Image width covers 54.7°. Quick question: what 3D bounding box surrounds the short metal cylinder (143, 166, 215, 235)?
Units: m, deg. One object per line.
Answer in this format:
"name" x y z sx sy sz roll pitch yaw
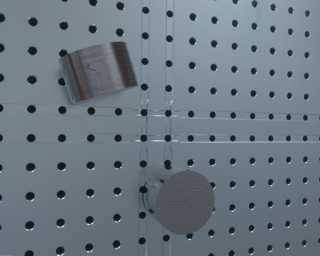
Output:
"short metal cylinder" 0.024 0.093 0.408 0.081 0.050 0.079 0 90 -20

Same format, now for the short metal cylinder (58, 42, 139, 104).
"short metal cylinder" -0.069 -0.062 0.358 0.081 0.080 0.050 -18 97 -19
